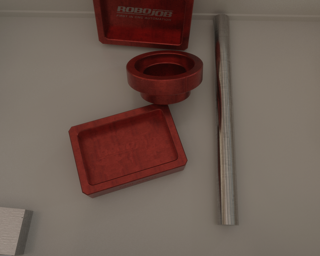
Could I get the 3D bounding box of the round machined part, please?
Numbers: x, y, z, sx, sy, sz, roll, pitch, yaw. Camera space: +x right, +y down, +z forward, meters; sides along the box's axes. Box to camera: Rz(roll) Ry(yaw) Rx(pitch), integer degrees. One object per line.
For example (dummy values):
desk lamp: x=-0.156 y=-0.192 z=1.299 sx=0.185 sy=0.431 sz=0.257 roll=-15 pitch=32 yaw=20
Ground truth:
round machined part: x=0.007 y=-0.065 z=0.408 sx=0.099 sy=0.042 sz=0.098 roll=-2 pitch=34 yaw=1

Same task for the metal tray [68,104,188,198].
metal tray: x=-0.041 y=0.027 z=0.396 sx=0.131 sy=0.030 sz=0.090 roll=-16 pitch=71 yaw=-6

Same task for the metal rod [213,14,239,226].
metal rod: x=0.087 y=-0.025 z=0.419 sx=0.025 sy=0.025 sz=0.299 roll=2 pitch=70 yaw=0

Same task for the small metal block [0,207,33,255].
small metal block: x=-0.184 y=0.120 z=0.364 sx=0.050 sy=0.025 sz=0.050 roll=5 pitch=70 yaw=1

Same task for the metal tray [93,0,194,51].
metal tray: x=-0.022 y=-0.157 z=0.429 sx=0.131 sy=0.089 sz=0.030 roll=5 pitch=53 yaw=1
